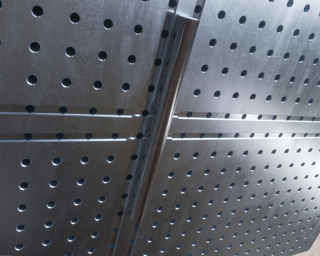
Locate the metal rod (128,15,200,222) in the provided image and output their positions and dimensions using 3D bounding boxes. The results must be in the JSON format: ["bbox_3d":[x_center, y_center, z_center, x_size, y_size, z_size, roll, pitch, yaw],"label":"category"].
[{"bbox_3d":[-0.001,0.005,0.415,0.025,0.025,0.298,0,118,-29],"label":"metal rod"}]
